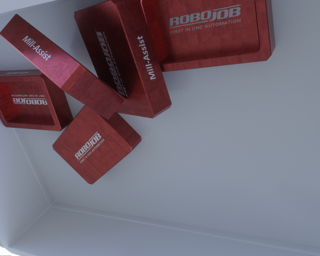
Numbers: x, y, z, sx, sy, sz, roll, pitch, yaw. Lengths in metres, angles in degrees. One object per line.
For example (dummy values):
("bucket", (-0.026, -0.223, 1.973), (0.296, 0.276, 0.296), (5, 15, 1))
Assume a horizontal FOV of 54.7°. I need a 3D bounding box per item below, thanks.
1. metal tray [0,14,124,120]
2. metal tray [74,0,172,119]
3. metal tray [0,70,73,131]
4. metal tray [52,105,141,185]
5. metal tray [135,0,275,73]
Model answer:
("metal tray", (-0.110, -0.068, 0.354), (0.130, 0.090, 0.030), (38, 89, 26))
("metal tray", (-0.043, -0.078, 0.358), (0.090, 0.030, 0.129), (11, 127, 49))
("metal tray", (-0.208, -0.044, 0.487), (0.130, 0.030, 0.089), (3, 120, 26))
("metal tray", (-0.100, 0.023, 0.472), (0.090, 0.030, 0.129), (46, 129, -5))
("metal tray", (0.043, -0.109, 0.314), (0.130, 0.030, 0.089), (-1, 118, 28))
